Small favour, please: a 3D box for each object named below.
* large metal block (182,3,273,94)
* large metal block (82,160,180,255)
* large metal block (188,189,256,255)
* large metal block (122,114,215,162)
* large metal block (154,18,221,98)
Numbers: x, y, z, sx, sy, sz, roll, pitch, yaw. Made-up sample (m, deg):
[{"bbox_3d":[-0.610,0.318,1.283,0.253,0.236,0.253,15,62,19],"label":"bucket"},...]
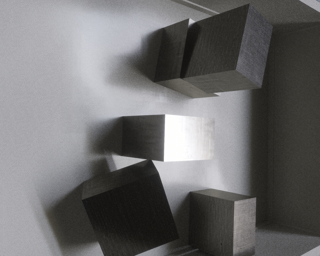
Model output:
[{"bbox_3d":[0.081,-0.091,0.376,0.050,0.080,0.080,23,75,-38],"label":"large metal block"},{"bbox_3d":[-0.033,0.090,0.343,0.081,0.050,0.080,-19,104,-7],"label":"large metal block"},{"bbox_3d":[0.089,0.136,0.448,0.050,0.080,0.079,3,88,-40],"label":"large metal block"},{"bbox_3d":[0.010,0.012,0.381,0.081,0.080,0.050,3,88,-40],"label":"large metal block"},{"bbox_3d":[0.044,-0.092,0.430,0.081,0.050,0.080,16,80,-39],"label":"large metal block"}]
